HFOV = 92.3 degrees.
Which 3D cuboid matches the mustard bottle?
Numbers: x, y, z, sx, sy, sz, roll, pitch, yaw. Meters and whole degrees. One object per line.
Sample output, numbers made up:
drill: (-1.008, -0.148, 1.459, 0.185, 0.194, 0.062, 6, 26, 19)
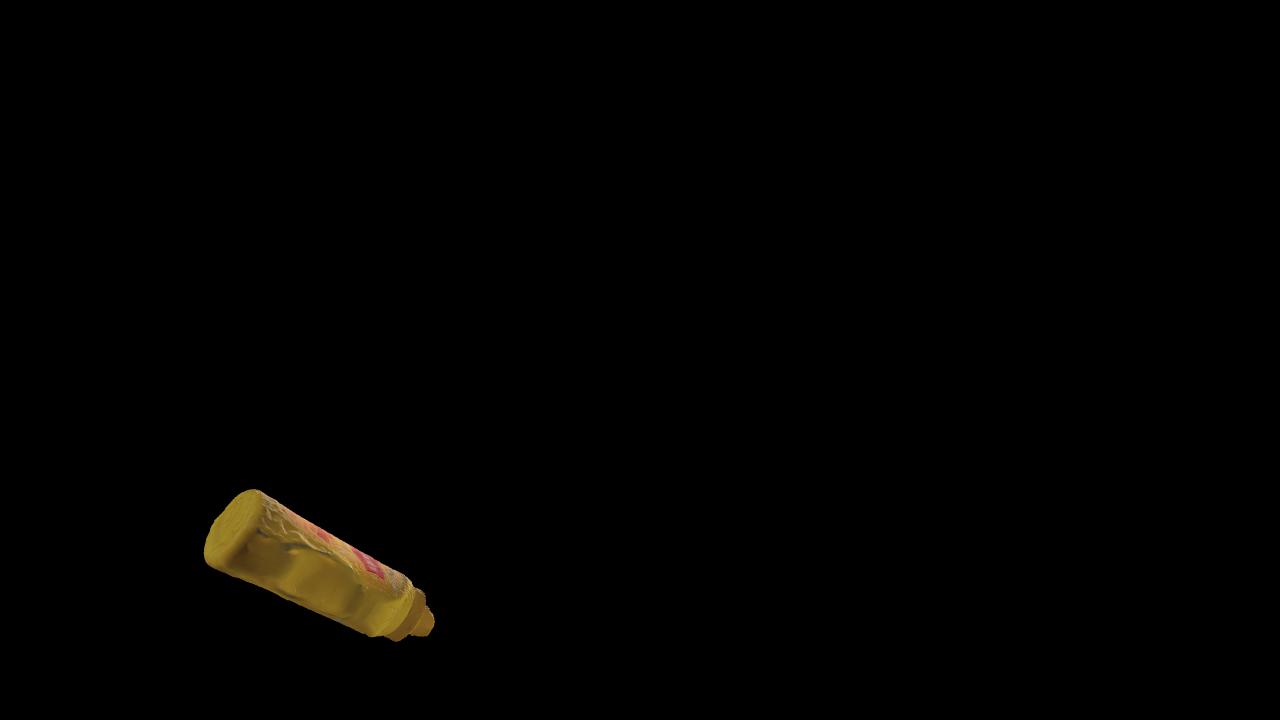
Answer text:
mustard bottle: (-0.233, 0.171, 0.476, 0.092, 0.054, 0.184, 1, -38, 49)
